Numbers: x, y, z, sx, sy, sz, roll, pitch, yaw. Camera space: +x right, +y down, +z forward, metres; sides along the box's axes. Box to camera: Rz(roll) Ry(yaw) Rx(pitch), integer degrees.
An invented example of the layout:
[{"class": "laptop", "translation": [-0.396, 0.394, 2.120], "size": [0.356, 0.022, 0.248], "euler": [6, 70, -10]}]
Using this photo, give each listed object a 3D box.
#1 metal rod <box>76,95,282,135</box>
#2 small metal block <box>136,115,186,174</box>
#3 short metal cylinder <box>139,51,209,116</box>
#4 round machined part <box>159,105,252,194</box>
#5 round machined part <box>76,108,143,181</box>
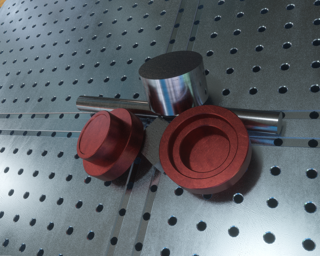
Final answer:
[{"class": "metal rod", "translation": [0.003, -0.022, 0.415], "size": [0.300, 0.025, 0.025], "euler": [8, 66, 31]}, {"class": "small metal block", "translation": [0.001, 0.020, 0.390], "size": [0.050, 0.025, 0.050], "euler": [-45, 51, -3]}, {"class": "short metal cylinder", "translation": [0.018, -0.059, 0.395], "size": [0.080, 0.050, 0.080], "euler": [-11, 34, 7]}, {"class": "round machined part", "translation": [0.052, 0.026, 0.346], "size": [0.098, 0.042, 0.098], "euler": [-11, 60, 19]}, {"class": "round machined part", "translation": [-0.071, 0.016, 0.403], "size": [0.098, 0.042, 0.098], "euler": [-28, 45, 33]}]
